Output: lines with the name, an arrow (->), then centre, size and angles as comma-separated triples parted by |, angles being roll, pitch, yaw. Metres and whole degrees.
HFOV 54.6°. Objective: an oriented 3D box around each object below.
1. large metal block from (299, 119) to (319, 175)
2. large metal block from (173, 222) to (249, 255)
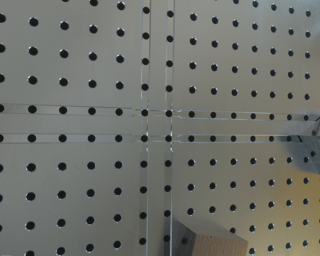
large metal block -> 0.290, 0.024, 0.505 | 0.080, 0.050, 0.080 | -35, 101, -17
large metal block -> 0.065, 0.182, 0.423 | 0.081, 0.050, 0.080 | 15, 85, -19
